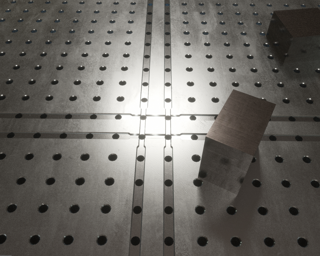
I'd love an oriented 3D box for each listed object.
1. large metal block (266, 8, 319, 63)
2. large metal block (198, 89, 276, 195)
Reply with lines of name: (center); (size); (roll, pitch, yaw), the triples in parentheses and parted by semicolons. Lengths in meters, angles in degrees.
large metal block: (0.241, -0.159, 0.528); (0.081, 0.050, 0.080); (-6, 50, -6)
large metal block: (0.088, 0.016, 0.359); (0.050, 0.080, 0.080); (23, 54, 18)
